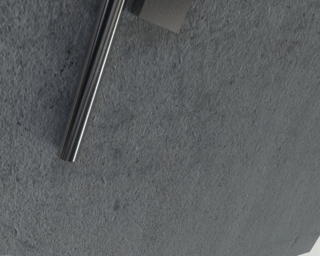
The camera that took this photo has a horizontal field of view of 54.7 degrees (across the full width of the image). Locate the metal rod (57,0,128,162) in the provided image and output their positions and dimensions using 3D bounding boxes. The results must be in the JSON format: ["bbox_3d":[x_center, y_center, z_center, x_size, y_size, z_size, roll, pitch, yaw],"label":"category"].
[{"bbox_3d":[-0.057,-0.097,0.316,0.025,0.025,0.298,8,114,-33],"label":"metal rod"}]

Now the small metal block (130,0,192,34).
[{"bbox_3d":[0.004,-0.135,0.327,0.050,0.025,0.050,11,113,-33],"label":"small metal block"}]
